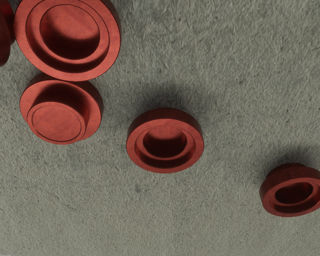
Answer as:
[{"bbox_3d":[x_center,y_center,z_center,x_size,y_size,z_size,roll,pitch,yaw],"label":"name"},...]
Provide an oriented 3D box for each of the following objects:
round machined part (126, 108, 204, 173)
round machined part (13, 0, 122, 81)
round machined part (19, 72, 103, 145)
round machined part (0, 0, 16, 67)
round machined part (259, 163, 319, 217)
[{"bbox_3d":[0.007,0.012,0.406,0.099,0.042,0.097,0,130,0],"label":"round machined part"},{"bbox_3d":[-0.088,-0.099,0.309,0.099,0.042,0.097,-2,131,-2],"label":"round machined part"},{"bbox_3d":[-0.121,-0.018,0.380,0.099,0.042,0.097,0,130,0],"label":"round machined part"},{"bbox_3d":[-0.175,-0.103,0.289,0.098,0.042,0.097,18,130,23],"label":"round machined part"},{"bbox_3d":[0.202,0.091,0.475,0.099,0.042,0.097,0,130,0],"label":"round machined part"}]
